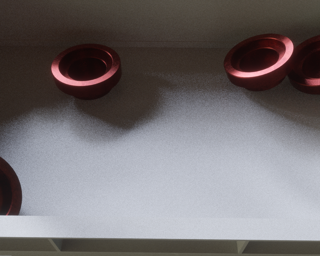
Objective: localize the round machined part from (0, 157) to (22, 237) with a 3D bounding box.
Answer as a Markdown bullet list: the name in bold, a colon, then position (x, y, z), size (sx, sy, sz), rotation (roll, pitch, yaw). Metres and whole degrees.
- **round machined part**: position (-0.195, 0.071, 0.309), size (0.042, 0.098, 0.098), rotation (-26, 43, 29)

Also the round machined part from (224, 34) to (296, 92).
- **round machined part**: position (0.148, -0.092, 0.457), size (0.098, 0.042, 0.098), rotation (-17, 43, 17)

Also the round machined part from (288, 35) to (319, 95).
- **round machined part**: position (0.239, -0.087, 0.450), size (0.098, 0.042, 0.098), rotation (-21, 47, 25)

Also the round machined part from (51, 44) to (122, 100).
- **round machined part**: position (-0.106, -0.079, 0.460), size (0.099, 0.042, 0.098), rotation (0, 50, 0)
